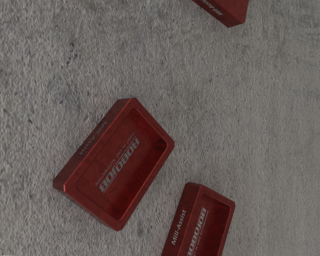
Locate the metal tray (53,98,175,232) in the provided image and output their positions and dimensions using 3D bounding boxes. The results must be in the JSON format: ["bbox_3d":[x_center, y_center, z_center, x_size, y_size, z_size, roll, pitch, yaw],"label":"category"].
[{"bbox_3d":[-0.047,0.040,0.361,0.090,0.030,0.130,49,61,-29],"label":"metal tray"}]

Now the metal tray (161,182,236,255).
[{"bbox_3d":[0.057,0.155,0.448,0.090,0.030,0.130,33,70,-35],"label":"metal tray"}]

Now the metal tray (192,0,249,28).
[{"bbox_3d":[0.087,-0.225,0.473,0.131,0.030,0.090,20,78,-38],"label":"metal tray"}]
